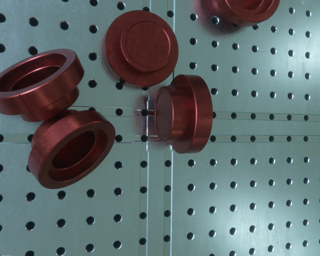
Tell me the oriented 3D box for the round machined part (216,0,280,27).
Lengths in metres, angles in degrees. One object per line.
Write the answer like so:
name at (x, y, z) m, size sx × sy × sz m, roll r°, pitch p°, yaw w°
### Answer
round machined part at (0.121, -0.195, 0.447) m, size 0.099 × 0.042 × 0.097 m, roll 0°, pitch 90°, yaw -20°

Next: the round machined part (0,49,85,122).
round machined part at (-0.127, -0.043, 0.333) m, size 0.098 × 0.098 × 0.042 m, roll -32°, pitch 128°, yaw -17°

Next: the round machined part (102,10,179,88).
round machined part at (-0.021, -0.102, 0.395) m, size 0.099 × 0.042 × 0.097 m, roll 0°, pitch 90°, yaw -20°

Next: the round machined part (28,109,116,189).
round machined part at (-0.101, 0.018, 0.347) m, size 0.098 × 0.098 × 0.042 m, roll -41°, pitch 67°, yaw -15°

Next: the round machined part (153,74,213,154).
round machined part at (0.022, -0.017, 0.382) m, size 0.042 × 0.098 × 0.097 m, roll -1°, pitch 91°, yaw -20°
